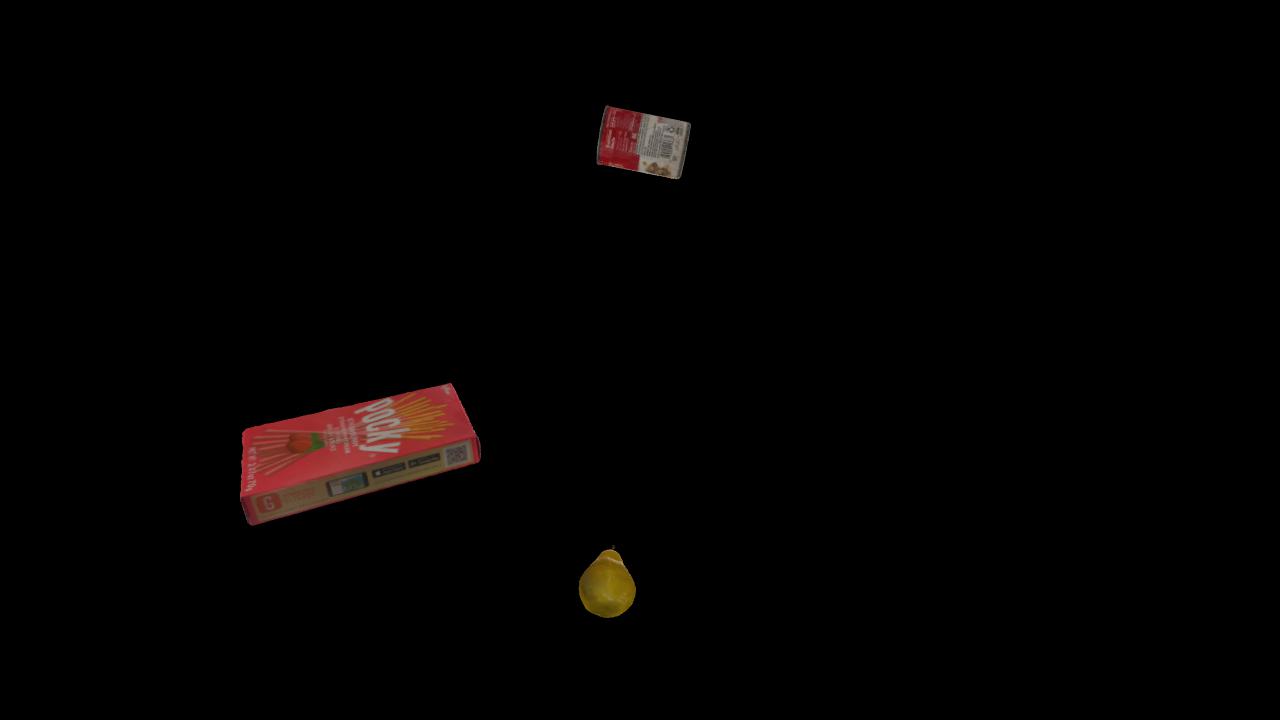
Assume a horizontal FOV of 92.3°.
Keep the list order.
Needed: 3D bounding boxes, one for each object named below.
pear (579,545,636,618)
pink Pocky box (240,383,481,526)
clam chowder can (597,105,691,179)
[{"bbox_3d":[-0.045,0.298,0.862,0.080,0.080,0.111,0,40,-4],"label":"pear"},{"bbox_3d":[-0.205,0.064,0.457,0.155,0.029,0.084,-13,33,-25],"label":"pink Pocky box"},{"bbox_3d":[0.004,-0.258,0.731,0.102,0.068,0.068,10,0,-1],"label":"clam chowder can"}]
